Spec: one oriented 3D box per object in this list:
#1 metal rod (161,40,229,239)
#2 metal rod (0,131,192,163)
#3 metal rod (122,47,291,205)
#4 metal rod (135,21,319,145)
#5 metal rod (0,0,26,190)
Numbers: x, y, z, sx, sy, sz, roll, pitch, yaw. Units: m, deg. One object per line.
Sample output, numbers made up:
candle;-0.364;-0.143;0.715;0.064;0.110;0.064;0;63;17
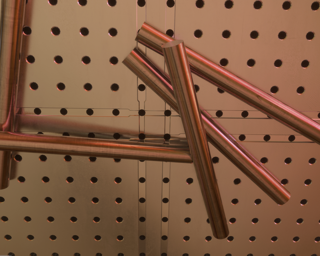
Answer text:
metal rod;0.053;0.034;0.406;0.025;0.025;0.298;-15;118;5
metal rod;-0.106;0.024;0.404;0.302;0.025;0.025;5;110;-9
metal rod;0.071;0.006;0.416;0.300;0.025;0.025;41;105;-14
metal rod;0.107;-0.048;0.397;0.301;0.025;0.025;27;108;-10
metal rod;-0.192;-0.055;0.390;0.025;0.025;0.298;13;110;-5
